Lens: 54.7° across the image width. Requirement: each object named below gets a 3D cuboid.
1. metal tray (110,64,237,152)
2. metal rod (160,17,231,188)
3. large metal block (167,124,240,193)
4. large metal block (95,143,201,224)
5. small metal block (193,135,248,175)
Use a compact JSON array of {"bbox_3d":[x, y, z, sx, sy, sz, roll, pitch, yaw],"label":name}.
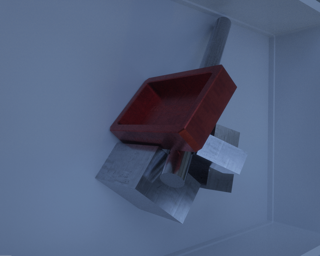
[{"bbox_3d":[0.010,-0.021,0.346,0.030,0.130,0.090,48,63,-29],"label":"metal tray"},{"bbox_3d":[0.056,-0.057,0.395,0.025,0.025,0.300,49,44,-29],"label":"metal rod"},{"bbox_3d":[0.054,0.039,0.418,0.050,0.080,0.080,18,79,-39],"label":"large metal block"},{"bbox_3d":[-0.014,0.062,0.361,0.080,0.080,0.050,44,63,-32],"label":"large metal block"},{"bbox_3d":[0.062,0.029,0.346,0.050,0.050,0.025,26,80,-5],"label":"small metal block"}]
